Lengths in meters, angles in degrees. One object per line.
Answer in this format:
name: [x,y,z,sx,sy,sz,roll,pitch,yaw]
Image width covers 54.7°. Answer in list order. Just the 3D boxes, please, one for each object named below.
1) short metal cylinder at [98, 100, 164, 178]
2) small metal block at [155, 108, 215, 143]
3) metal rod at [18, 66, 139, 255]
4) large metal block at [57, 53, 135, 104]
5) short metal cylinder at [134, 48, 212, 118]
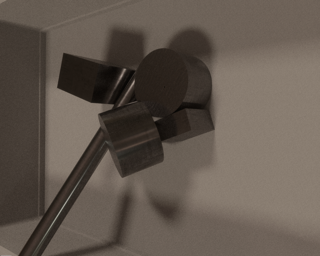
short metal cylinder: [-0.035,0.013,0.367,0.080,0.050,0.080,160,90,-75]
small metal block: [0.028,-0.002,0.366,0.050,0.050,0.025,-22,76,37]
metal rod: [-0.092,0.043,0.408,0.025,0.025,0.299,29,85,36]
large metal block: [-0.084,-0.068,0.438,0.080,0.081,0.050,23,105,37]
short metal cylinder: [0.015,-0.052,0.376,0.080,0.050,0.079,0,90,39]
